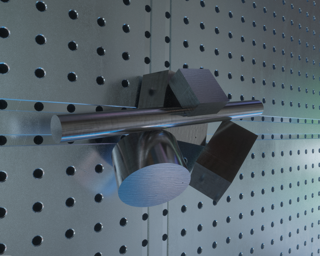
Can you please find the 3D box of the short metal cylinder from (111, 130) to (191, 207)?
[{"bbox_3d":[-0.011,0.046,0.352,0.080,0.080,0.050,25,32,-38],"label":"short metal cylinder"}]

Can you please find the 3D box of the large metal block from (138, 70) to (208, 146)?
[{"bbox_3d":[0.019,-0.022,0.404,0.081,0.050,0.080,14,81,-39],"label":"large metal block"}]

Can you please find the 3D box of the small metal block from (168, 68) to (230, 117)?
[{"bbox_3d":[0.045,-0.042,0.362,0.050,0.025,0.050,-8,60,-40],"label":"small metal block"}]

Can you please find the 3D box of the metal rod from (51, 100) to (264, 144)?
[{"bbox_3d":[0.027,-0.014,0.362,0.302,0.025,0.025,-7,95,-39],"label":"metal rod"}]

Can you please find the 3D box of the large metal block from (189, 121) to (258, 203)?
[{"bbox_3d":[0.085,0.046,0.432,0.080,0.050,0.080,-52,165,-27],"label":"large metal block"}]
